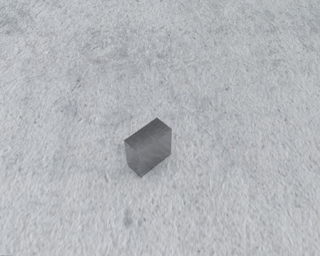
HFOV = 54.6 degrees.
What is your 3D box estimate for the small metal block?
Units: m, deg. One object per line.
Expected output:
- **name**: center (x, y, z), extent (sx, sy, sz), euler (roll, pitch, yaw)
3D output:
- **small metal block**: center (-0.013, 0.024, 0.367), extent (0.050, 0.050, 0.025), euler (-36, 59, -26)
